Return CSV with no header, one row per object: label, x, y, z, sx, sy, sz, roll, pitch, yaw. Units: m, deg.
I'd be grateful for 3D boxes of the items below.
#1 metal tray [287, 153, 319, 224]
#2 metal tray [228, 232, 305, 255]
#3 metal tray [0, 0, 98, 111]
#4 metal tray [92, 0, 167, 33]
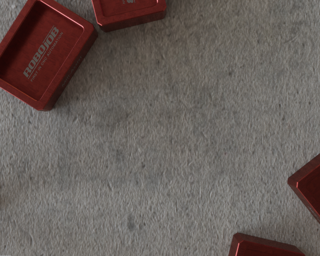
metal tray,0.247,0.095,0.410,0.090,0.030,0.130,-38,91,-1
metal tray,0.130,0.215,0.409,0.091,0.030,0.129,13,90,-1
metal tray,-0.154,-0.098,0.405,0.090,0.030,0.130,32,90,-1
metal tray,-0.050,-0.202,0.406,0.091,0.030,0.129,-14,90,-1
